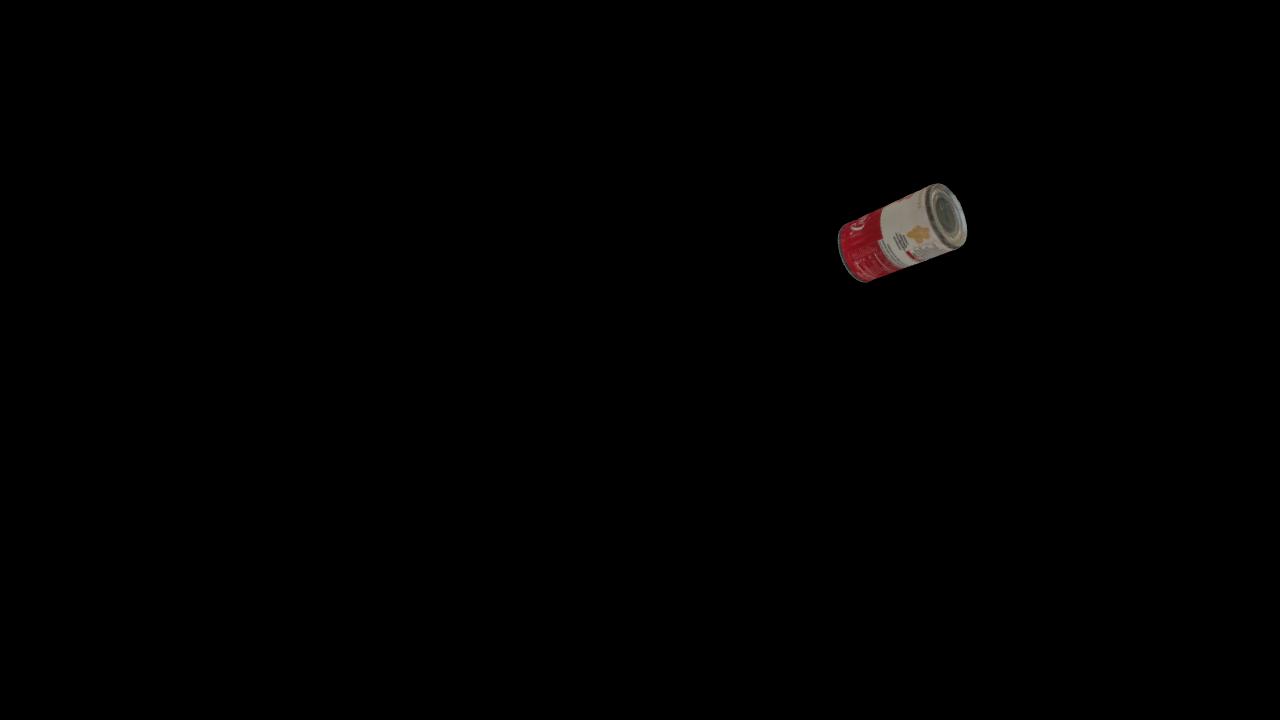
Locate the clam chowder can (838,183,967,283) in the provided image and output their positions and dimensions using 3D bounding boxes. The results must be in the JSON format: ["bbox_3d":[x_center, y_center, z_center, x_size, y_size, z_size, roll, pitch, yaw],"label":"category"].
[{"bbox_3d":[0.262,-0.125,0.618,0.068,0.068,0.102,0,-12,-37],"label":"clam chowder can"}]
